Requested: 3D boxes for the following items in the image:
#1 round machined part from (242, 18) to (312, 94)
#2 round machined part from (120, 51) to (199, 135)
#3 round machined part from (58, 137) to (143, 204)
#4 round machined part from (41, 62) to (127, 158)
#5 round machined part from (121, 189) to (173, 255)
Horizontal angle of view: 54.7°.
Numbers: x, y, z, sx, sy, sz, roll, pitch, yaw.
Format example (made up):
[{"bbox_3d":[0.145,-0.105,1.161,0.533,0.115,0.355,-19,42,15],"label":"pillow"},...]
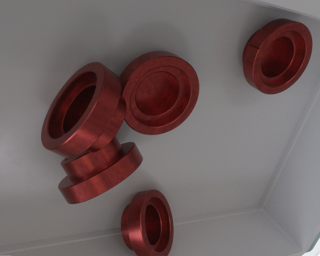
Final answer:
[{"bbox_3d":[0.152,-0.098,0.420,0.099,0.042,0.097,-14,124,-21],"label":"round machined part"},{"bbox_3d":[-0.006,-0.044,0.367,0.099,0.042,0.097,-14,124,-21],"label":"round machined part"},{"bbox_3d":[-0.073,0.040,0.355,0.098,0.098,0.042,-30,101,-9],"label":"round machined part"},{"bbox_3d":[-0.072,-0.014,0.312,0.042,0.098,0.098,35,99,-37],"label":"round machined part"},{"bbox_3d":[-0.021,0.141,0.450,0.042,0.098,0.098,-15,134,24],"label":"round machined part"}]
